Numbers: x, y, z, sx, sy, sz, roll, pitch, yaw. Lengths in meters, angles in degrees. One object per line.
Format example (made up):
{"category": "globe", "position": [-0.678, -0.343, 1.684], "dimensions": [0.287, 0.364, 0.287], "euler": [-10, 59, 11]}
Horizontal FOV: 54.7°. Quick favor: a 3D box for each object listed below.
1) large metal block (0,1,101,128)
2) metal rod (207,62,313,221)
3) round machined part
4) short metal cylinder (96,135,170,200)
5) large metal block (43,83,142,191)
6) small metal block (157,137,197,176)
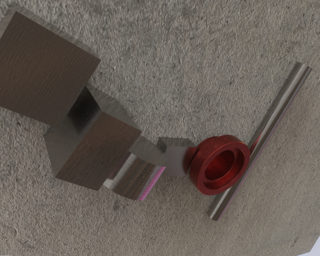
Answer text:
{"category": "large metal block", "position": [-0.117, -0.057, 0.292], "dimensions": [0.080, 0.050, 0.080], "euler": [26, 104, -38]}
{"category": "metal rod", "position": [0.159, 0.032, 0.516], "dimensions": [0.025, 0.025, 0.298], "euler": [13, 112, -34]}
{"category": "round machined part", "position": [0.086, 0.051, 0.474], "dimensions": [0.099, 0.042, 0.097], "euler": [-17, 127, -23]}
{"category": "short metal cylinder", "position": [-0.035, 0.043, 0.380], "dimensions": [0.080, 0.080, 0.050], "euler": [23, 106, -37]}
{"category": "large metal block", "position": [-0.076, 0.007, 0.335], "dimensions": [0.050, 0.080, 0.080], "euler": [30, 102, -38]}
{"category": "small metal block", "position": [0.019, 0.042, 0.445], "dimensions": [0.050, 0.025, 0.050], "euler": [4, 117, -31]}
